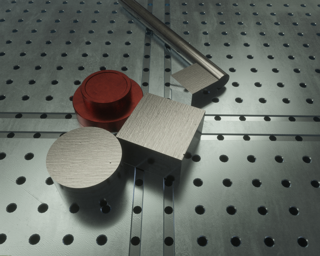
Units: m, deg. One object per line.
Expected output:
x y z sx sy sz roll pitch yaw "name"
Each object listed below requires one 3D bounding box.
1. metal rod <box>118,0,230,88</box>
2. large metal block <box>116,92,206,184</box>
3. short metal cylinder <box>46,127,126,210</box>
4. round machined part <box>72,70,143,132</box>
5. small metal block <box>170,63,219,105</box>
0.011 -0.166 0.546 0.025 0.025 0.300 -28 56 -22 "metal rod"
0.003 0.010 0.383 0.080 0.050 0.080 19 52 15 "large metal block"
-0.082 0.045 0.353 0.081 0.050 0.080 0 50 0 "short metal cylinder"
-0.073 -0.044 0.433 0.099 0.042 0.098 0 50 0 "round machined part"
0.050 -0.066 0.464 0.050 0.025 0.050 -29 56 -23 "small metal block"
